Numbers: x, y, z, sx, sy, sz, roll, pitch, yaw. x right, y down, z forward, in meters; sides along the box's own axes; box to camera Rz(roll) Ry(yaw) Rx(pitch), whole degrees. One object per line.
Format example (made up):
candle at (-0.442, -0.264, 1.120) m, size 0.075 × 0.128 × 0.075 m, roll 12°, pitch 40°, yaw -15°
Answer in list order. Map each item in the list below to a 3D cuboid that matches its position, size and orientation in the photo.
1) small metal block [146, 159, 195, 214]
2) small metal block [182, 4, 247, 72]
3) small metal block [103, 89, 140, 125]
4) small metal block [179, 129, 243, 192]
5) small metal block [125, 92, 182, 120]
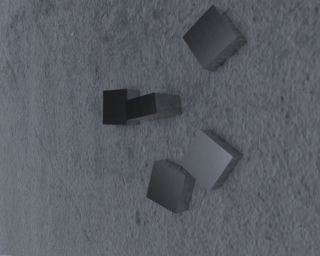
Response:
small metal block at (0.014, 0.073, 0.392) m, size 0.050 × 0.025 × 0.050 m, roll 20°, pitch 103°, yaw 38°
small metal block at (0.061, -0.101, 0.353) m, size 0.050 × 0.025 × 0.050 m, roll -42°, pitch 65°, yaw 31°
small metal block at (-0.057, -0.030, 0.449) m, size 0.050 × 0.025 × 0.050 m, roll 1°, pitch 91°, yaw 39°
small metal block at (0.058, 0.036, 0.356) m, size 0.050 × 0.025 × 0.050 m, roll 42°, pitch 115°, yaw 31°
small metal block at (-0.008, -0.026, 0.393) m, size 0.050 × 0.050 × 0.025 m, roll -11°, pitch 84°, yaw 39°
